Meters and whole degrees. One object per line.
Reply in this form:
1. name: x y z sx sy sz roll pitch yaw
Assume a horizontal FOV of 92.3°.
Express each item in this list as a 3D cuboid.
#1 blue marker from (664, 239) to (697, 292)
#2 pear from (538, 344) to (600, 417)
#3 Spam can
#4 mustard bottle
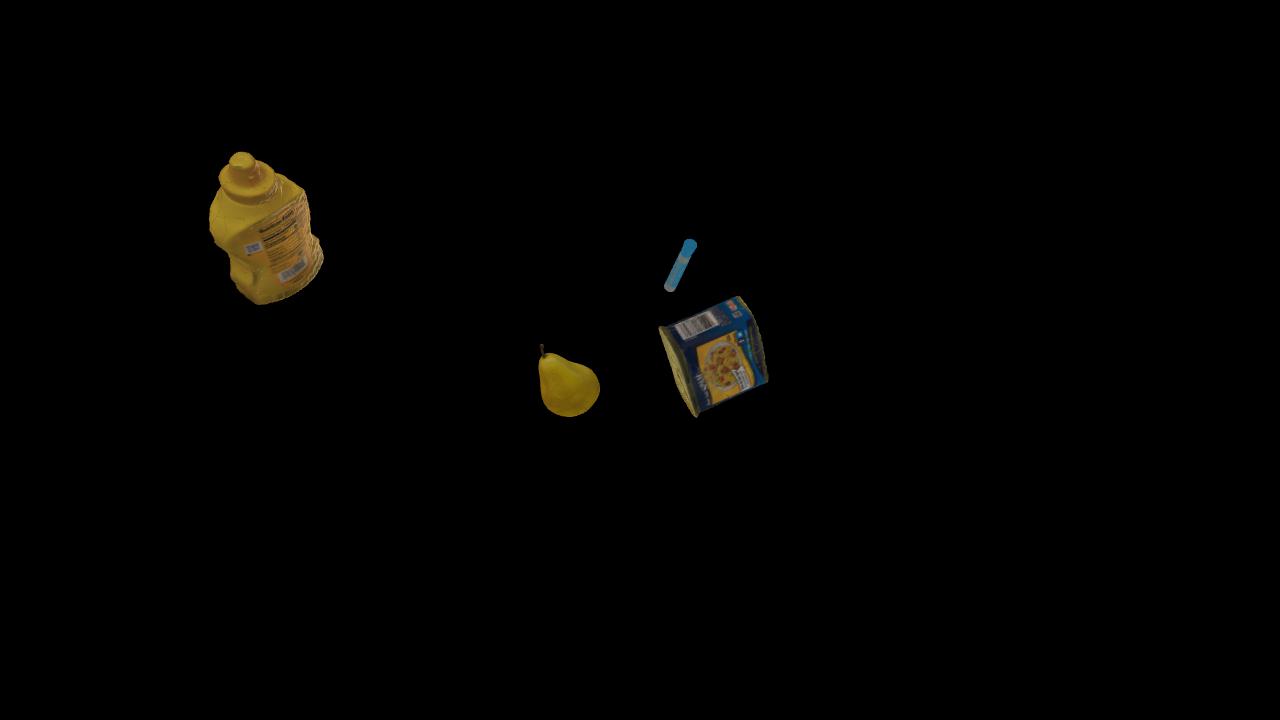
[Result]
1. blue marker: 0.058 -0.136 0.886 0.020 0.020 0.121 0 -24 -13
2. pear: -0.107 0.025 0.811 0.111 0.080 0.080 46 -25 -27
3. Spam can: 0.075 -0.003 0.611 0.085 0.101 0.058 -24 41 -4
4. mustard bottle: -0.356 -0.128 0.585 0.092 0.054 0.184 -43 -5 -30
